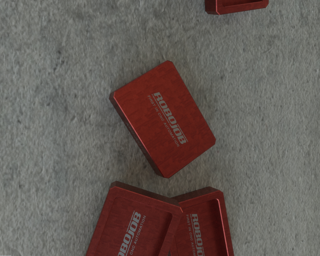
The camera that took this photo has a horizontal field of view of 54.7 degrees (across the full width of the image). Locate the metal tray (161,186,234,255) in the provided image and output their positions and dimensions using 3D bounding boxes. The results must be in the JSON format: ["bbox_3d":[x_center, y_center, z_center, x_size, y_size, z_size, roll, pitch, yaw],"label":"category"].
[{"bbox_3d":[0.051,0.156,0.426,0.091,0.030,0.129,-12,94,-20],"label":"metal tray"}]

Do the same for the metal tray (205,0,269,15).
[{"bbox_3d":[0.106,-0.228,0.422,0.091,0.030,0.129,-16,117,-20],"label":"metal tray"}]

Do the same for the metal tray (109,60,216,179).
[{"bbox_3d":[0.005,-0.011,0.409,0.090,0.030,0.130,-34,102,-17],"label":"metal tray"}]

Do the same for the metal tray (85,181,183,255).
[{"bbox_3d":[-0.037,0.140,0.374,0.091,0.030,0.129,20,91,-7],"label":"metal tray"}]
